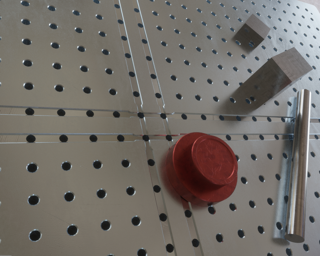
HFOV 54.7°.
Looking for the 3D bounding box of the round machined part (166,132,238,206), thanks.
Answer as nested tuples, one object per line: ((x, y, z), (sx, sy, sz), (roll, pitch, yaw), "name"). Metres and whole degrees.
((0.061, 0.048, 0.403), (0.099, 0.042, 0.098), (14, 56, -21), "round machined part")

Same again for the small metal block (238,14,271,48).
((0.195, -0.202, 0.639), (0.050, 0.025, 0.050), (39, 51, -2), "small metal block")

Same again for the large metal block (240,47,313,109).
((0.201, -0.087, 0.537), (0.081, 0.080, 0.050), (-27, 77, -37), "large metal block")

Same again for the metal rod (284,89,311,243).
((0.231, 0.042, 0.510), (0.025, 0.025, 0.301), (32, 51, -8), "metal rod")
